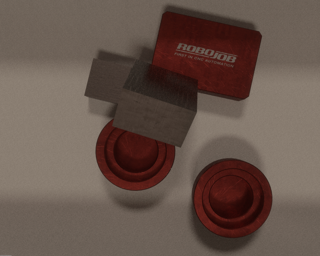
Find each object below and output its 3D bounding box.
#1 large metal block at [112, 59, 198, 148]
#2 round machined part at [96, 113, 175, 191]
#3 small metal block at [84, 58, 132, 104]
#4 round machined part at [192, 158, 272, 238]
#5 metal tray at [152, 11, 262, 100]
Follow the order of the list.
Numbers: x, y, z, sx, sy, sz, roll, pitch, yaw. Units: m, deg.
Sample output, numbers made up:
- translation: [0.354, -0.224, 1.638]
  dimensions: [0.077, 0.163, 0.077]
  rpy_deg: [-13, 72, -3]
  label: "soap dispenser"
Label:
- translation: [-0.003, -0.031, 0.364]
  dimensions: [0.080, 0.080, 0.050]
  rpy_deg: [18, 124, -4]
  label: "large metal block"
- translation: [-0.030, 0.029, 0.403]
  dimensions: [0.099, 0.042, 0.097]
  rpy_deg: [0, 90, -1]
  label: "round machined part"
- translation: [-0.067, -0.060, 0.411]
  dimensions: [0.050, 0.025, 0.050]
  rpy_deg: [14, 90, -1]
  label: "small metal block"
- translation: [0.090, 0.088, 0.404]
  dimensions: [0.099, 0.042, 0.097]
  rpy_deg: [0, 90, -1]
  label: "round machined part"
- translation: [0.059, -0.093, 0.410]
  dimensions: [0.131, 0.030, 0.089]
  rpy_deg: [12, 90, -1]
  label: "metal tray"
